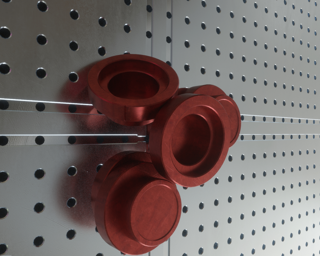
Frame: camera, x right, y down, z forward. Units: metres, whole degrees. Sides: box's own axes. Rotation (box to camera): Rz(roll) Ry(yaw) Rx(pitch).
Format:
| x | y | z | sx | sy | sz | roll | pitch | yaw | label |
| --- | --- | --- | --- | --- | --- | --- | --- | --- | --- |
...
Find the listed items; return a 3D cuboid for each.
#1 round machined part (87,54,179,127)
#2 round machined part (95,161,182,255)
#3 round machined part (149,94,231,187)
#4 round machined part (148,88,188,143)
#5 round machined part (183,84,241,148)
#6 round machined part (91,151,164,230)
| x | y | z | sx | sy | sz | roll | pitch | yaw | label |
| --- | --- | --- | --- | --- | --- | --- | --- | --- | --- |
| -0.030 | -0.039 | 0.347 | 0.099 | 0.098 | 0.042 | -34 | 147 | -35 | round machined part |
| -0.015 | 0.085 | 0.329 | 0.099 | 0.042 | 0.097 | 0 | 90 | -40 | round machined part |
| 0.028 | 0.011 | 0.337 | 0.099 | 0.042 | 0.097 | -8 | 103 | -36 | round machined part |
| 0.036 | -0.003 | 0.400 | 0.099 | 0.042 | 0.097 | 0 | 90 | -40 | round machined part |
| 0.066 | -0.007 | 0.397 | 0.099 | 0.042 | 0.097 | 1 | 89 | -40 | round machined part |
| -0.024 | 0.076 | 0.350 | 0.099 | 0.042 | 0.097 | 0 | 90 | -40 | round machined part |
